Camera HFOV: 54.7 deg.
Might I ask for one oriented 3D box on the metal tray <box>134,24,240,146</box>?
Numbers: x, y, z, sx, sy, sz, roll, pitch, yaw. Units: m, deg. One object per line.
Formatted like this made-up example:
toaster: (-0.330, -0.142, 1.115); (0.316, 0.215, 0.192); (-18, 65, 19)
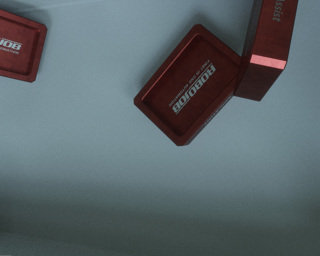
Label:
metal tray: (0.040, -0.052, 0.393); (0.090, 0.030, 0.130); (44, 104, 14)

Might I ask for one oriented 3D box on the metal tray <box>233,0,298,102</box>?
metal tray: (0.109, -0.103, 0.315); (0.030, 0.090, 0.130); (14, 76, 7)

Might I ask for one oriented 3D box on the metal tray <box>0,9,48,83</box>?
metal tray: (-0.238, -0.123, 0.440); (0.030, 0.131, 0.089); (22, 99, 49)
